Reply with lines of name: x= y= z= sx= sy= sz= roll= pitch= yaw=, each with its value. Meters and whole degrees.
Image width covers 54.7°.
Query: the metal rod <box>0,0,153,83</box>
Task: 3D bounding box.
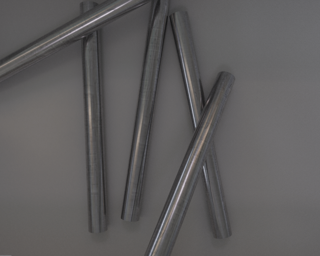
metal rod: x=-0.136 y=-0.107 z=0.390 sx=0.301 sy=0.025 sz=0.025 roll=-26 pitch=90 yaw=7

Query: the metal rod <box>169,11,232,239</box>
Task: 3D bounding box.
metal rod: x=0.054 y=-0.004 z=0.411 sx=0.025 sy=0.025 sz=0.298 roll=-11 pitch=90 yaw=0

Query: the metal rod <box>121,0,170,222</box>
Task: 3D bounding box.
metal rod: x=-0.019 y=-0.028 z=0.411 sx=0.025 sy=0.025 sz=0.298 roll=8 pitch=90 yaw=0

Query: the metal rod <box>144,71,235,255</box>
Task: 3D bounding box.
metal rod: x=0.031 y=0.057 z=0.352 sx=0.025 sy=0.025 sz=0.300 roll=25 pitch=66 yaw=0

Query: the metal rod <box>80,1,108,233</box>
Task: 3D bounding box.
metal rod: x=-0.088 y=-0.014 z=0.410 sx=0.025 sy=0.025 sz=0.298 roll=-2 pitch=90 yaw=0
